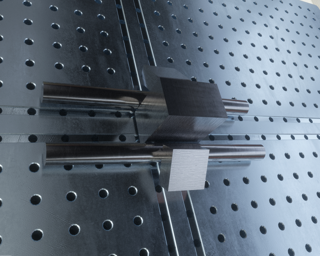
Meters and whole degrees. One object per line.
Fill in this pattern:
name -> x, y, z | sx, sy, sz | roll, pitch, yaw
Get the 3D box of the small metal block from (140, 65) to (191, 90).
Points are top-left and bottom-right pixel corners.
small metal block -> 0.007, -0.066, 0.433 | 0.050, 0.025, 0.050 | 1, 27, -28

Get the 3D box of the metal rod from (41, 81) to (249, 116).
metal rod -> -0.001, -0.036, 0.424 | 0.303, 0.025, 0.025 | 2, 61, -27

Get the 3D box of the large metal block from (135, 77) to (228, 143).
large metal block -> 0.024, -0.016, 0.390 | 0.081, 0.080, 0.050 | 2, 61, -28

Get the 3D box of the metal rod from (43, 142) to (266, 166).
metal rod -> 0.014, 0.032, 0.392 | 0.303, 0.025, 0.025 | 2, 61, -27

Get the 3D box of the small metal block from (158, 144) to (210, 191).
small metal block -> 0.029, 0.047, 0.375 | 0.050, 0.025, 0.050 | 3, 98, -27
